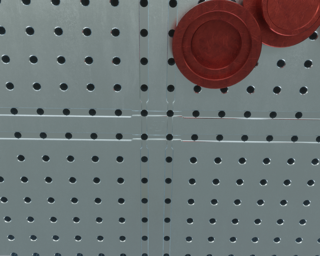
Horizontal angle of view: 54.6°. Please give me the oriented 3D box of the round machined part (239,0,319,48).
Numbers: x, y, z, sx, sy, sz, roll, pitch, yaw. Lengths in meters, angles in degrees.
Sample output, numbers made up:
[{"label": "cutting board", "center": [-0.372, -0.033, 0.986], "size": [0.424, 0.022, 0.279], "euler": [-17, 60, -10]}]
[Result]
[{"label": "round machined part", "center": [0.144, -0.142, 0.353], "size": [0.099, 0.042, 0.097], "euler": [0, 110, 0]}]

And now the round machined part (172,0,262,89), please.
[{"label": "round machined part", "center": [0.065, -0.099, 0.363], "size": [0.098, 0.042, 0.097], "euler": [3, 115, 7]}]
